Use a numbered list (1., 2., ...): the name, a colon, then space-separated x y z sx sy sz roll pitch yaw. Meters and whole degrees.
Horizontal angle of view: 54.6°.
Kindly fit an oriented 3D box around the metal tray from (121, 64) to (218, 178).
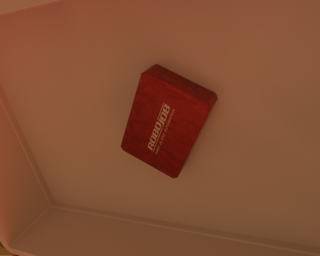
1. metal tray: 0.007 -0.005 0.399 0.090 0.030 0.129 28 128 10
